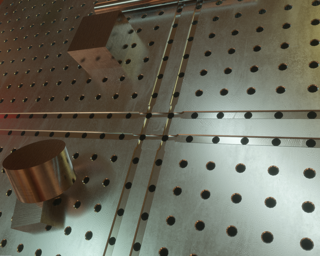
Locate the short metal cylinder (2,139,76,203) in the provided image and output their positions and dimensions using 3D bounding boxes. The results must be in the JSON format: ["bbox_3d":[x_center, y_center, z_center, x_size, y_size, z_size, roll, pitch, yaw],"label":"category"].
[{"bbox_3d":[-0.160,0.056,0.416,0.080,0.050,0.080,-9,23,4],"label":"short metal cylinder"}]

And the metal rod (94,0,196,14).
[{"bbox_3d":[0.010,-0.228,0.541,0.300,0.025,0.025,2,63,28],"label":"metal rod"}]

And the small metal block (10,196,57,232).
[{"bbox_3d":[-0.173,0.112,0.428,0.050,0.025,0.050,-16,55,19],"label":"small metal block"}]

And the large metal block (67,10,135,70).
[{"bbox_3d":[-0.100,-0.150,0.535,0.080,0.050,0.080,1,62,28],"label":"large metal block"}]
